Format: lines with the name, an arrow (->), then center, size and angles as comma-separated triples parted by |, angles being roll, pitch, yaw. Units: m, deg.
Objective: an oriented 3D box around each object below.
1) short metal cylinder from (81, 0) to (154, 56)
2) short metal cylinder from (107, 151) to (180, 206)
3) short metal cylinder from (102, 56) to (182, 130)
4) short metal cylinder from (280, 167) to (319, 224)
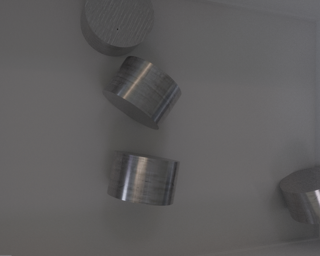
short metal cylinder -> -0.053, -0.132, 0.377 | 0.081, 0.050, 0.080 | 0, 90, -20
short metal cylinder -> -0.019, 0.059, 0.374 | 0.081, 0.080, 0.050 | 11, 87, -20
short metal cylinder -> -0.022, -0.041, 0.373 | 0.080, 0.080, 0.050 | 36, 79, -17
short metal cylinder -> 0.229, 0.100, 0.466 | 0.081, 0.080, 0.050 | -25, 99, -18
